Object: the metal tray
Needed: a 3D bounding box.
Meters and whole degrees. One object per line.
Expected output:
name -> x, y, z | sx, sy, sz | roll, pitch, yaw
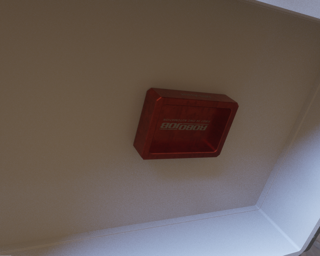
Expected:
metal tray -> 0.037, -0.003, 0.424 | 0.131, 0.030, 0.089 | 1, 118, -30
